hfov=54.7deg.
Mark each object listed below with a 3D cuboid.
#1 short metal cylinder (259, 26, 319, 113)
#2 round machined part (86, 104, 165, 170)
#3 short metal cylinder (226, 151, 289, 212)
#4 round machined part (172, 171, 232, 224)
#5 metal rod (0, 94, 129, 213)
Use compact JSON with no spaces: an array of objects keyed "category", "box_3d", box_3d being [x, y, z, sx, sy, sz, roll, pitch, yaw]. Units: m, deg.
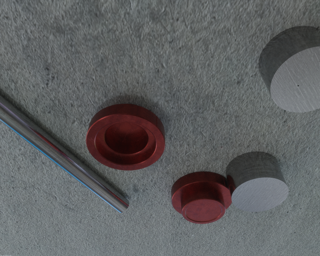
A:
[{"category":"short metal cylinder","box_3d":[0.155,-0.064,0.339,0.081,0.050,0.079,0,130,0]},{"category":"round machined part","box_3d":[-0.043,0.007,0.402,0.099,0.042,0.097,-1,130,0]},{"category":"short metal cylinder","box_3d":[0.143,0.081,0.462,0.081,0.050,0.079,0,130,0]},{"category":"round machined part","box_3d":[0.068,0.118,0.498,0.099,0.042,0.097,-1,130,0]},{"category":"metal rod","box_3d":[-0.144,0.036,0.435,0.025,0.025,0.300,-27,126,21]}]
